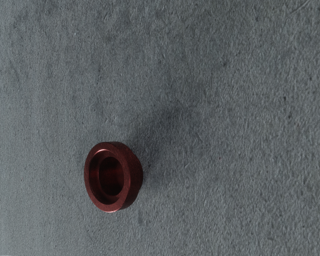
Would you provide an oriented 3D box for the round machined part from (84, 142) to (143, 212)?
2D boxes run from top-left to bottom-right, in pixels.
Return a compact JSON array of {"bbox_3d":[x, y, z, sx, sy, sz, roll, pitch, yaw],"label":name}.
[{"bbox_3d":[-0.063,0.068,0.447,0.098,0.042,0.097,0,90,40],"label":"round machined part"}]
